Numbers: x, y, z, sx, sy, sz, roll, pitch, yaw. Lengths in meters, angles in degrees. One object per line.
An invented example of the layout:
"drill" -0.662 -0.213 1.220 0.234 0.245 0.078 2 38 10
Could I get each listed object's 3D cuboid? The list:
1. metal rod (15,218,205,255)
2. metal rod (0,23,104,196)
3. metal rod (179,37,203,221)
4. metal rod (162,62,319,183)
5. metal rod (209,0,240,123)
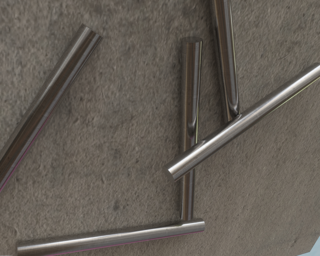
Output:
"metal rod" -0.057 0.168 0.481 0.303 0.025 0.025 3 117 -30
"metal rod" -0.154 0.021 0.335 0.025 0.025 0.299 29 102 -38
"metal rod" 0.041 0.022 0.444 0.025 0.025 0.298 -15 125 -20
"metal rod" 0.131 -0.017 0.439 0.302 0.025 0.025 -32 130 -20
"metal rod" 0.079 -0.110 0.383 0.025 0.025 0.298 -26 128 -13
